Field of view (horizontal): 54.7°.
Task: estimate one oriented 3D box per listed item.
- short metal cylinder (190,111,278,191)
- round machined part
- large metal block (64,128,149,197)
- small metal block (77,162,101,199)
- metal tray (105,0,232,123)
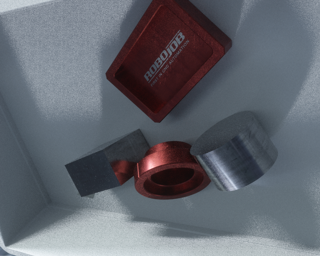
[{"bbox_3d":[0.081,0.025,0.345,0.080,0.080,0.050,-29,103,37],"label":"short metal cylinder"},{"bbox_3d":[0.015,0.052,0.401,0.099,0.042,0.097,-5,143,-4],"label":"round machined part"},{"bbox_3d":[-0.069,0.048,0.432,0.080,0.080,0.050,-22,96,36],"label":"large metal block"},{"bbox_3d":[-0.107,0.076,0.483,0.025,0.050,0.050,16,144,-10],"label":"small metal block"},{"bbox_3d":[0.005,-0.077,0.354,0.090,0.030,0.129,42,129,-2],"label":"metal tray"}]
